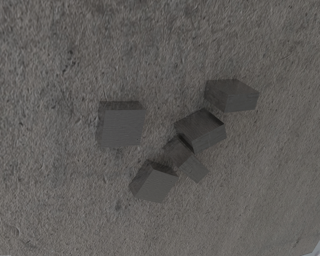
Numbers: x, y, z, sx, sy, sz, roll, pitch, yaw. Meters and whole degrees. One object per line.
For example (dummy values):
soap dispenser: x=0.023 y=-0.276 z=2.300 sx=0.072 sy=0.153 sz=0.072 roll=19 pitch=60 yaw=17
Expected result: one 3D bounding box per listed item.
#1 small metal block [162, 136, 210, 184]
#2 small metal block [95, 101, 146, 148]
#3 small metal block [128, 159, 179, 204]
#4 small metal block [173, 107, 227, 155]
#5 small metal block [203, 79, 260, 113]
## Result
small metal block: x=0.036 y=0.045 z=0.438 sx=0.025 sy=0.050 sz=0.050 roll=-45 pitch=129 yaw=3
small metal block: x=-0.048 y=-0.005 z=0.377 sx=0.050 sy=0.025 sz=0.050 roll=-3 pitch=120 yaw=-27
small metal block: x=-0.009 y=0.078 z=0.450 sx=0.050 sy=0.025 sz=0.050 roll=24 pitch=105 yaw=-37
small metal block: x=0.054 y=0.003 z=0.422 sx=0.050 sy=0.050 sz=0.025 roll=-27 pitch=128 yaw=-12
small metal block: x=0.094 y=-0.044 z=0.415 sx=0.050 sy=0.050 sz=0.025 roll=-7 pitch=122 yaw=-25
